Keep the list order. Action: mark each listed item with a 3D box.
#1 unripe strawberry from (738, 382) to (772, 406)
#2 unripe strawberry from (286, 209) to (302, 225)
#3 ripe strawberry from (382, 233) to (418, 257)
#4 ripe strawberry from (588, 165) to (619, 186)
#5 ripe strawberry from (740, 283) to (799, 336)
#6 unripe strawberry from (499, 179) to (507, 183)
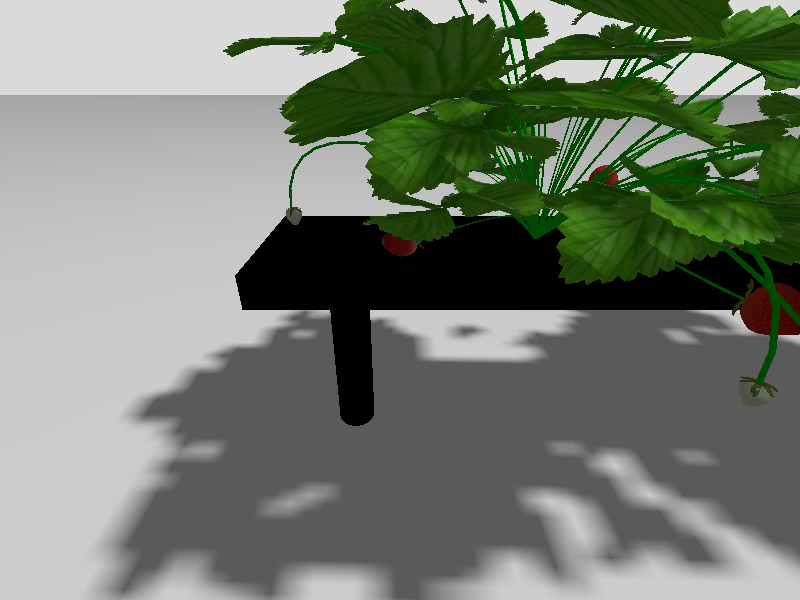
[{"bbox_3d":[0.147,0.040,0.167,0.010,0.011,0.011,-3,29,-5],"label":"unripe strawberry"},{"bbox_3d":[-0.106,-0.083,0.403,0.016,0.016,0.015,5,29,9],"label":"unripe strawberry"},{"bbox_3d":[-0.001,-0.048,0.328,0.028,0.028,0.027,-9,30,-15],"label":"ripe strawberry"},{"bbox_3d":[0.248,-0.145,0.488,0.034,0.039,0.037,22,35,34],"label":"ripe strawberry"},{"bbox_3d":[0.213,0.007,0.224,0.029,0.030,0.031,-15,33,-25],"label":"ripe strawberry"},{"bbox_3d":[0.127,-0.133,0.484,0.024,0.025,0.026,0,28,1],"label":"unripe strawberry"}]
